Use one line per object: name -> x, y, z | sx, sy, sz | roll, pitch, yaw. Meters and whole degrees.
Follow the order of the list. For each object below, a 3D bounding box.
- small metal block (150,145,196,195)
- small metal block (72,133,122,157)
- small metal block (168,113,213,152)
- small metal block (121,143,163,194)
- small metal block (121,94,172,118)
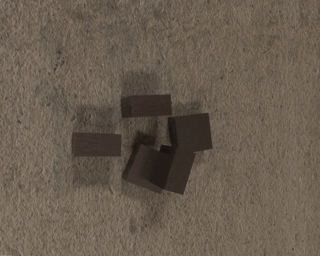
small metal block -> 0.014, 0.049, 0.376 | 0.025, 0.050, 0.050 | 20, 83, -19
small metal block -> -0.077, 0.019, 0.368 | 0.050, 0.050, 0.025 | 2, 90, -20
small metal block -> 0.042, 0.007, 0.426 | 0.050, 0.025, 0.050 | -8, 93, -20
small metal block -> -0.015, 0.052, 0.404 | 0.050, 0.025, 0.050 | 25, 82, -19
small metal block -> -0.018, -0.027, 0.390 | 0.050, 0.050, 0.025 | -4, 92, -20
